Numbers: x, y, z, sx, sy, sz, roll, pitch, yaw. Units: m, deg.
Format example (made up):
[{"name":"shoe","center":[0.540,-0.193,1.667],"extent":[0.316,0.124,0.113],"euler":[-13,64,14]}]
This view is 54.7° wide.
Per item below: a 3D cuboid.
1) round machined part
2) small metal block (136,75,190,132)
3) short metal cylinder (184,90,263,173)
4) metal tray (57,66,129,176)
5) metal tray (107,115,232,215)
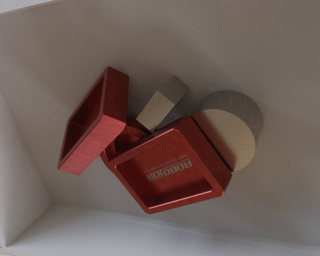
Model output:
[{"name":"round machined part","center":[-0.034,0.027,0.430],"extent":[0.098,0.042,0.097],"euler":[13,124,20]},{"name":"small metal block","center":[0.004,-0.029,0.368],"extent":[0.025,0.050,0.050],"euler":[40,127,1]},{"name":"short metal cylinder","center":[0.072,0.004,0.353],"extent":[0.080,0.050,0.079],"euler":[13,124,20]},{"name":"metal tray","center":[-0.088,-0.007,0.403],"extent":[0.030,0.090,0.129],"euler":[24,134,-28]},{"name":"metal tray","center":[0.007,0.050,0.368],"extent":[0.130,0.030,0.090],"euler":[-28,103,41]}]
